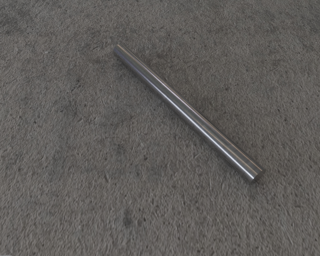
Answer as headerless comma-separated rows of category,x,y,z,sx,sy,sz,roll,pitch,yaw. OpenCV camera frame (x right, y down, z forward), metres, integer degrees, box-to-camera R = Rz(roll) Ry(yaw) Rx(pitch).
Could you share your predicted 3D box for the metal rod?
metal rod,0.023,-0.036,0.433,0.025,0.025,0.300,-30,56,-23
